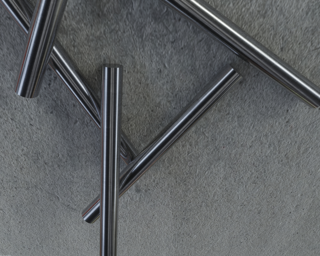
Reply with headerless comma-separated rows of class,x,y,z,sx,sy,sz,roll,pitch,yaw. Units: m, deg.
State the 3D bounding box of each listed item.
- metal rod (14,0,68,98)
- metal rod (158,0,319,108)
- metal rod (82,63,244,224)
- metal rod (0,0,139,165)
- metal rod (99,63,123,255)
metal rod,-0.077,-0.151,0.257,0.025,0.025,0.298,21,121,-17
metal rod,0.068,-0.100,0.322,0.301,0.025,0.025,28,125,-22
metal rod,-0.010,0.033,0.409,0.025,0.025,0.299,33,115,-25
metal rod,-0.093,-0.044,0.368,0.025,0.025,0.299,-19,128,16
metal rod,-0.065,0.067,0.404,0.025,0.025,0.298,4,112,-3
